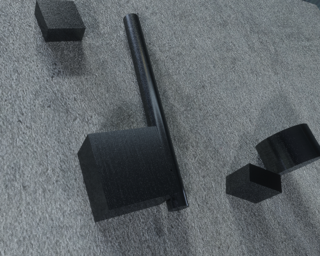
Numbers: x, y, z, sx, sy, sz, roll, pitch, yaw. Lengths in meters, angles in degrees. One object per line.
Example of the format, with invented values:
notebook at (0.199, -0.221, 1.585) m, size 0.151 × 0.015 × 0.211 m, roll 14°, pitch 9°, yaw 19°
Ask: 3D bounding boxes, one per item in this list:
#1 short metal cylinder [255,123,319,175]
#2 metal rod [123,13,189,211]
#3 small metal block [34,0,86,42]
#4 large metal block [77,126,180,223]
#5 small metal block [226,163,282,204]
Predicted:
short metal cylinder at (0.188, 0.034, 0.452) m, size 0.081 × 0.080 × 0.050 m, roll -8°, pitch 66°, yaw -32°
metal rod at (-0.012, -0.038, 0.421) m, size 0.025 × 0.025 × 0.299 m, roll 0°, pitch 62°, yaw -29°
small metal block at (-0.136, -0.145, 0.420) m, size 0.050 × 0.025 × 0.050 m, roll -14°, pitch 69°, yaw -34°
large metal block at (-0.037, 0.048, 0.340) m, size 0.081 × 0.050 × 0.080 m, roll -7°, pitch 65°, yaw -32°
small metal block at (0.123, 0.075, 0.411) m, size 0.050 × 0.050 × 0.025 m, roll 21°, pitch 54°, yaw -16°
